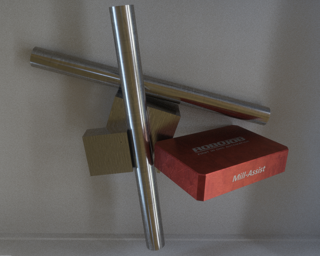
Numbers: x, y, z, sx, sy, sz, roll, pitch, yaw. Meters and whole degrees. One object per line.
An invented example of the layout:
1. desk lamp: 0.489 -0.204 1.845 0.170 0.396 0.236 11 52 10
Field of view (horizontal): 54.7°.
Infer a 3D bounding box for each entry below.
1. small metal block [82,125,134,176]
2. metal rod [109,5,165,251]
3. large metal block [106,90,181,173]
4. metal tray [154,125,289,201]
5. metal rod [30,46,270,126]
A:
1. small metal block: -0.059 0.026 0.365 0.050 0.025 0.050 -6 110 1
2. metal rod: -0.022 0.016 0.362 0.025 0.025 0.298 -6 110 2
3. large metal block: -0.026 0.002 0.397 0.080 0.050 0.079 17 109 -7
4. metal tray: 0.070 0.034 0.360 0.131 0.090 0.030 -11 114 -30
5. metal rod: -0.007 -0.051 0.392 0.302 0.025 0.025 14 110 -6
